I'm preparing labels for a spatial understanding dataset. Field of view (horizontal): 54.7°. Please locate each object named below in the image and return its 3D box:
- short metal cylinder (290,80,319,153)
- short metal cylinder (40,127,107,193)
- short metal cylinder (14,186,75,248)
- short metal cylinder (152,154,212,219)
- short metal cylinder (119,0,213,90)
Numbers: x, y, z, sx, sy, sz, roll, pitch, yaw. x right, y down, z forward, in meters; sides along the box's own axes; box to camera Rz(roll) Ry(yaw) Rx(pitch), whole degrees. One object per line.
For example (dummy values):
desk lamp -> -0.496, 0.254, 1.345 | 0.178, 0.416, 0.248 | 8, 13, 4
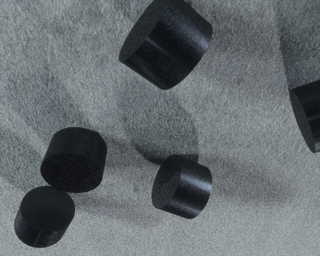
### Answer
short metal cylinder -> 0.191, -0.016, 0.361 | 0.050, 0.080, 0.080 | -19, 128, 15
short metal cylinder -> -0.116, 0.045, 0.427 | 0.081, 0.050, 0.079 | 0, 130, 0
short metal cylinder -> -0.181, 0.139, 0.487 | 0.080, 0.080, 0.050 | 21, 127, -17
short metal cylinder -> 0.030, 0.084, 0.443 | 0.050, 0.080, 0.080 | 25, 126, -20
short metal cylinder -> 0.004, -0.084, 0.300 | 0.050, 0.080, 0.080 | 32, 123, -25
